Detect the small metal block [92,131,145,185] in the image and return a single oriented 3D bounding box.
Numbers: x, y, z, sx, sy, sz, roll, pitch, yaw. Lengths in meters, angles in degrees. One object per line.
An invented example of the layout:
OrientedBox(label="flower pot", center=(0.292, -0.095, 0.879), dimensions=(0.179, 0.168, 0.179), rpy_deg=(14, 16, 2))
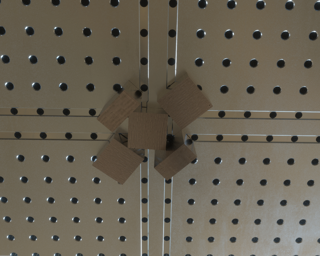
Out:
OrientedBox(label="small metal block", center=(-0.056, 0.042, 0.428), dimensions=(0.050, 0.025, 0.050), rpy_deg=(36, 106, -13))

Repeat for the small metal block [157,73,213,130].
OrientedBox(label="small metal block", center=(0.032, -0.035, 0.401), dimensions=(0.050, 0.025, 0.050), rpy_deg=(-38, 106, 13))

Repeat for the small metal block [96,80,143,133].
OrientedBox(label="small metal block", center=(-0.049, -0.028, 0.389), dimensions=(0.025, 0.050, 0.050), rpy_deg=(42, 105, -15))

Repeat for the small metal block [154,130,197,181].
OrientedBox(label="small metal block", center=(0.020, 0.035, 0.413), dimensions=(0.050, 0.050, 0.025), rpy_deg=(-40, 105, 13))

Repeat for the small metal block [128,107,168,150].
OrientedBox(label="small metal block", center=(-0.016, 0.000, 0.413), dimensions=(0.050, 0.025, 0.050), rpy_deg=(4, 109, 0))
